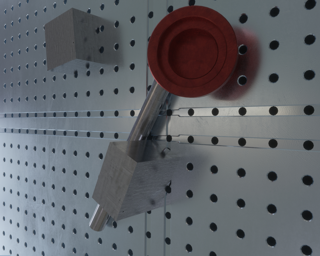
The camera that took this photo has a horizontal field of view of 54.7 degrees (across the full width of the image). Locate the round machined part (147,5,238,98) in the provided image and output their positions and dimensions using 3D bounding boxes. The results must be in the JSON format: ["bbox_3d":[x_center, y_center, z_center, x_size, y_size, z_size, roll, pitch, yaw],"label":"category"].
[{"bbox_3d":[0.039,-0.083,0.352,0.098,0.042,0.097,1,94,16],"label":"round machined part"}]

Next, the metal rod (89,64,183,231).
[{"bbox_3d":[-0.039,0.029,0.441,0.025,0.025,0.298,40,114,33],"label":"metal rod"}]

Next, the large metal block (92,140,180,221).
[{"bbox_3d":[-0.030,0.063,0.398,0.050,0.081,0.079,32,110,35],"label":"large metal block"}]

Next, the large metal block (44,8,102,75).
[{"bbox_3d":[-0.144,-0.139,0.513,0.080,0.050,0.080,-9,84,39],"label":"large metal block"}]
